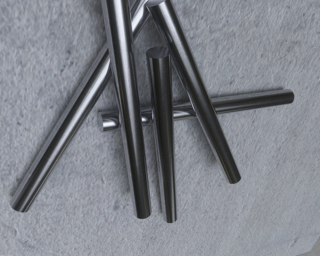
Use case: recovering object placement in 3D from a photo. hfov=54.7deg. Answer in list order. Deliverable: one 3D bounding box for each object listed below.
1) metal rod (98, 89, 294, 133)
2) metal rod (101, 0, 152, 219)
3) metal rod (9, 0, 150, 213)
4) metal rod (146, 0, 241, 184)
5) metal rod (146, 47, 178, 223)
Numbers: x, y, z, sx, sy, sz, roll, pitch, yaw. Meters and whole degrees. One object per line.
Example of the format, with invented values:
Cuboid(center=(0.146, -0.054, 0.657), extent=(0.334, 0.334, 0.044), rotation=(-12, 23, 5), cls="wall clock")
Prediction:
Cuboid(center=(0.066, -0.028, 0.427), extent=(0.303, 0.025, 0.025), rotation=(-9, 123, -24), cls="metal rod")
Cuboid(center=(-0.033, -0.006, 0.352), extent=(0.025, 0.025, 0.298), rotation=(-17, 126, -19), cls="metal rod")
Cuboid(center=(-0.086, -0.028, 0.343), extent=(0.025, 0.025, 0.299), rotation=(25, 104, -37), cls="metal rod")
Cuboid(center=(0.057, -0.023, 0.391), extent=(0.025, 0.025, 0.299), rotation=(-35, 129, -6), cls="metal rod")
Cuboid(center=(0.008, 0.035, 0.409), extent=(0.025, 0.025, 0.298), rotation=(-20, 134, -17), cls="metal rod")
